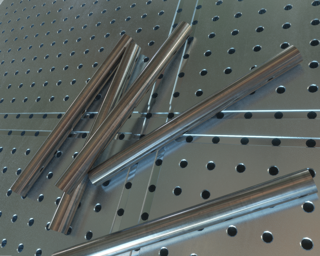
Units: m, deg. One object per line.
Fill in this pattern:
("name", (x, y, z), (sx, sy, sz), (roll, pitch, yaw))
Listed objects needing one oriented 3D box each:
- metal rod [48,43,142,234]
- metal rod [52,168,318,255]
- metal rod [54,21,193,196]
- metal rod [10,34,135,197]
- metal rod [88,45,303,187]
("metal rod", (-0.086, 0.000, 0.451), (0.025, 0.025, 0.300), (5, 64, 30))
("metal rod", (0.012, 0.106, 0.335), (0.301, 0.025, 0.025), (-22, 54, 14))
("metal rod", (-0.041, -0.039, 0.436), (0.025, 0.025, 0.300), (21, 68, 35))
("metal rod", (-0.132, -0.028, 0.492), (0.025, 0.025, 0.300), (23, 74, 36))
("metal rod", (0.039, -0.012, 0.393), (0.300, 0.025, 0.025), (-32, 52, 7))
